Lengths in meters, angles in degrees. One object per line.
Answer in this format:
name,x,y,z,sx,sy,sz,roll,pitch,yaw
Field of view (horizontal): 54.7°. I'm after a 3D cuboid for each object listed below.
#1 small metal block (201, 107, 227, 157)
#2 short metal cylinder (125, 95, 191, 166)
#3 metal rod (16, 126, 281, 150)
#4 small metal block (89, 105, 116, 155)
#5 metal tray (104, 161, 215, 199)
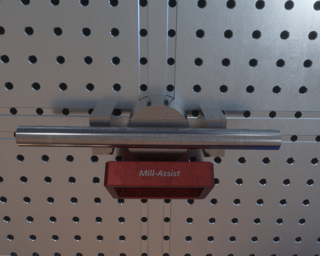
small metal block,0.068,0.004,0.402,0.025,0.050,0.050,-1,110,0
short metal cylinder,-0.002,0.002,0.400,0.081,0.050,0.079,0,110,0
metal rod,-0.013,0.012,0.364,0.302,0.025,0.025,1,110,0
small metal block,-0.072,0.001,0.400,0.025,0.050,0.050,-1,110,0
metal tray,-0.001,0.071,0.407,0.131,0.090,0.030,0,67,0
